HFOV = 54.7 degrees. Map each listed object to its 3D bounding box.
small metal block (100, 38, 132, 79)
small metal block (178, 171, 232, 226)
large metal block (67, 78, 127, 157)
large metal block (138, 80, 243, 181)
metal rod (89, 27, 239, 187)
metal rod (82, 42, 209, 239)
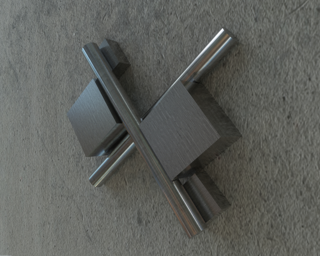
[{"bbox_3d":[-0.077,-0.098,0.471,0.050,0.025,0.050,-45,63,31],"label":"small metal block"},{"bbox_3d":[0.048,0.087,0.368,0.050,0.025,0.050,-50,61,28],"label":"small metal block"},{"bbox_3d":[-0.083,-0.014,0.457,0.080,0.050,0.080,-44,64,31],"label":"large metal block"},{"bbox_3d":[0.033,0.003,0.363,0.080,0.050,0.080,-47,62,30],"label":"large metal block"},{"bbox_3d":[-0.011,-0.010,0.417,0.299,0.025,0.025,-46,63,30],"label":"metal rod"},{"bbox_3d":[-0.031,-0.001,0.398,0.025,0.025,0.299,-47,62,30],"label":"metal rod"}]
